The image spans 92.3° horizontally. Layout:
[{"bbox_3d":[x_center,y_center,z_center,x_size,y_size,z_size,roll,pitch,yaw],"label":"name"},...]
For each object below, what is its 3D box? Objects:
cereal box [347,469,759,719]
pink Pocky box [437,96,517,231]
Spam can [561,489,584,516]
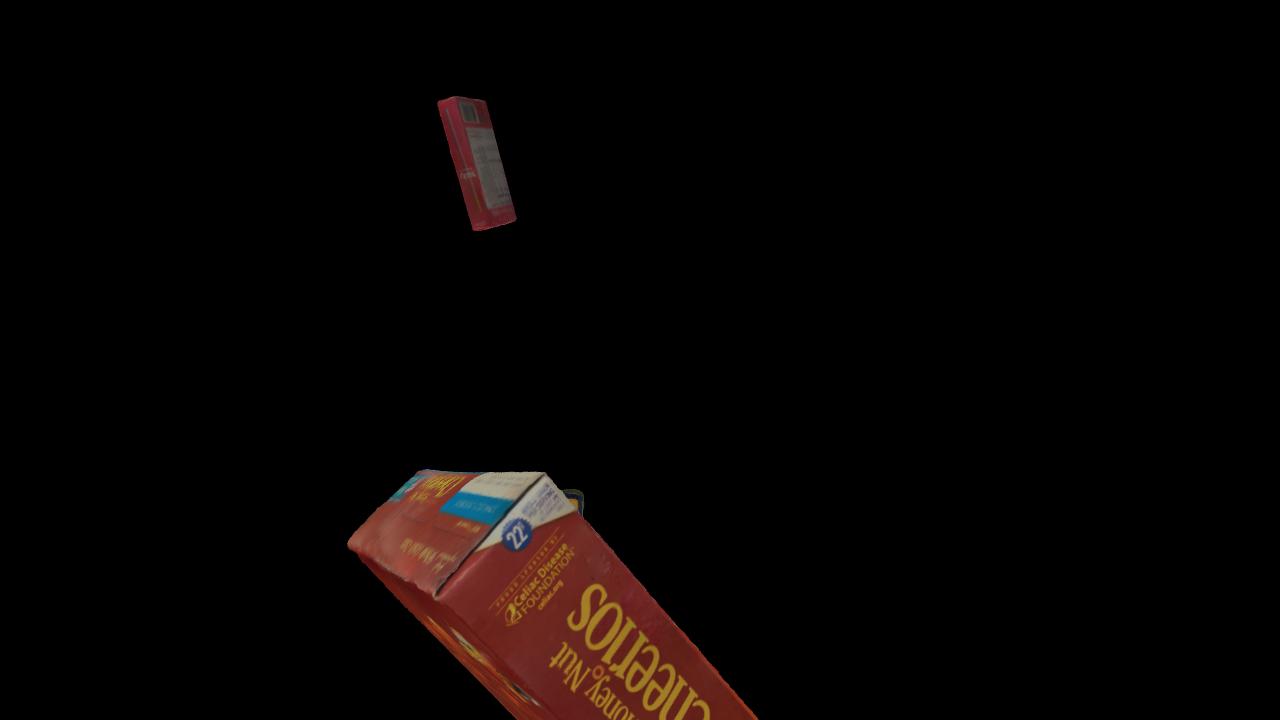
[{"bbox_3d":[-0.030,0.197,0.375,0.081,0.306,0.203,-46,17,-32],"label":"cereal box"},{"bbox_3d":[-0.201,-0.244,0.770,0.029,0.155,0.084,-8,17,15],"label":"pink Pocky box"},{"bbox_3d":[-0.138,0.257,0.977,0.101,0.058,0.085,-2,31,-5],"label":"Spam can"}]
